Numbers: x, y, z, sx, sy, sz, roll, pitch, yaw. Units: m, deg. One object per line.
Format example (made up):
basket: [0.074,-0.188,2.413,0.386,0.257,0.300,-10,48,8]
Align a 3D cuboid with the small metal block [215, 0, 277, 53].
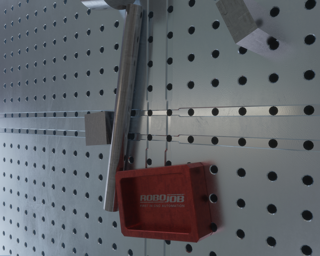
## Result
small metal block: [0.090,-0.109,0.319,0.025,0.050,0.050,-33,70,35]

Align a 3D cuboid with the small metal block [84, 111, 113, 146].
small metal block: [-0.092,0.001,0.485,0.050,0.025,0.050,-6,86,40]

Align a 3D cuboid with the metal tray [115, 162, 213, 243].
metal tray: [0.000,0.096,0.406,0.130,0.030,0.090,-12,82,39]

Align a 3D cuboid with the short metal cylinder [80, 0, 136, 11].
short metal cylinder: [-0.075,-0.208,0.435,0.050,0.081,0.079,16,100,39]

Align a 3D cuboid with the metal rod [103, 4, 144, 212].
metal rod: [-0.054,-0.025,0.454,0.025,0.025,0.298,12,98,39]
